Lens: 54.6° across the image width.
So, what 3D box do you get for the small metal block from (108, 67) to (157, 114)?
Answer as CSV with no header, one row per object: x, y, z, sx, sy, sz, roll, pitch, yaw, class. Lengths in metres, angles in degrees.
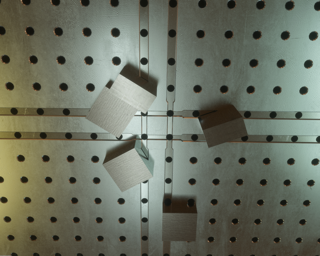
-0.032,-0.048,0.382,0.050,0.050,0.025,31,107,-11,small metal block

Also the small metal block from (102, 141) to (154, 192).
-0.043,0.054,0.433,0.050,0.025,0.050,-28,108,9,small metal block

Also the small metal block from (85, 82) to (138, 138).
-0.061,-0.023,0.404,0.050,0.025,0.050,32,107,-11,small metal block

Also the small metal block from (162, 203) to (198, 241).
0.029,0.141,0.466,0.050,0.025,0.050,1,110,-1,small metal block

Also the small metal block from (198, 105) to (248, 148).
0.079,-0.003,0.399,0.050,0.050,0.025,-19,109,7,small metal block
